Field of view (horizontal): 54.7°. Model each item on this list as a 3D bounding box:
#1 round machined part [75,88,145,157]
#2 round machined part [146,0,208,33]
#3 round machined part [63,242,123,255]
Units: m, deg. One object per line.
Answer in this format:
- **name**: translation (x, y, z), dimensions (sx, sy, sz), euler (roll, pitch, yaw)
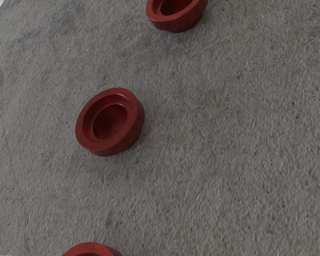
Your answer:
- **round machined part**: translation (-0.064, -0.004, 0.430), dimensions (0.098, 0.042, 0.098), euler (-13, 56, 21)
- **round machined part**: translation (0.030, -0.192, 0.495), dimensions (0.098, 0.042, 0.098), euler (-13, 56, 21)
- **round machined part**: translation (-0.069, 0.174, 0.323), dimensions (0.098, 0.042, 0.098), euler (-13, 56, 21)
